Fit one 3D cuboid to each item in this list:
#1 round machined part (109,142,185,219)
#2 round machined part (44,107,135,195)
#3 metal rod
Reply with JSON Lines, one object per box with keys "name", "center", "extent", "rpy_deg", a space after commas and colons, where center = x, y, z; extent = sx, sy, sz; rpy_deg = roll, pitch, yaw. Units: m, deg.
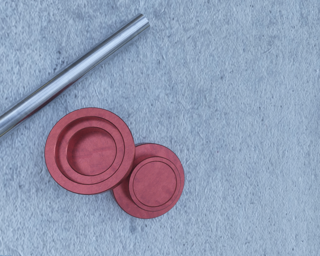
{"name": "round machined part", "center": [-0.013, 0.068, 0.396], "extent": [0.099, 0.042, 0.097], "rpy_deg": [0, 90, -21]}
{"name": "round machined part", "center": [-0.078, 0.028, 0.360], "extent": [0.099, 0.042, 0.098], "rpy_deg": [0, 77, -1]}
{"name": "metal rod", "center": [-0.130, -0.042, 0.361], "extent": [0.301, 0.025, 0.025], "rpy_deg": [-41, 104, -16]}
